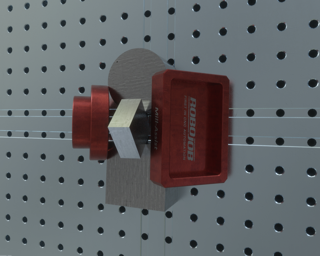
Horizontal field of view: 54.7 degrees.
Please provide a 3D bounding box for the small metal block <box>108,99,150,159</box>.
[{"bbox_3d":[-0.034,0.001,0.366,0.025,0.050,0.050,0,132,17],"label":"small metal block"}]

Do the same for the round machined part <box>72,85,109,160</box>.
[{"bbox_3d":[-0.091,-0.007,0.402,0.042,0.098,0.097,1,91,-13],"label":"round machined part"}]

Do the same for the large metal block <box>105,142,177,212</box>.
[{"bbox_3d":[-0.022,0.059,0.407,0.080,0.050,0.080,2,91,20],"label":"large metal block"}]

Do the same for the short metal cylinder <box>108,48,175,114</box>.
[{"bbox_3d":[-0.020,-0.059,0.405,0.080,0.050,0.080,0,90,20],"label":"short metal cylinder"}]

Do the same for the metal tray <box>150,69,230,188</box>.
[{"bbox_3d":[0.036,0.001,0.367,0.030,0.091,0.129,2,91,63],"label":"metal tray"}]
